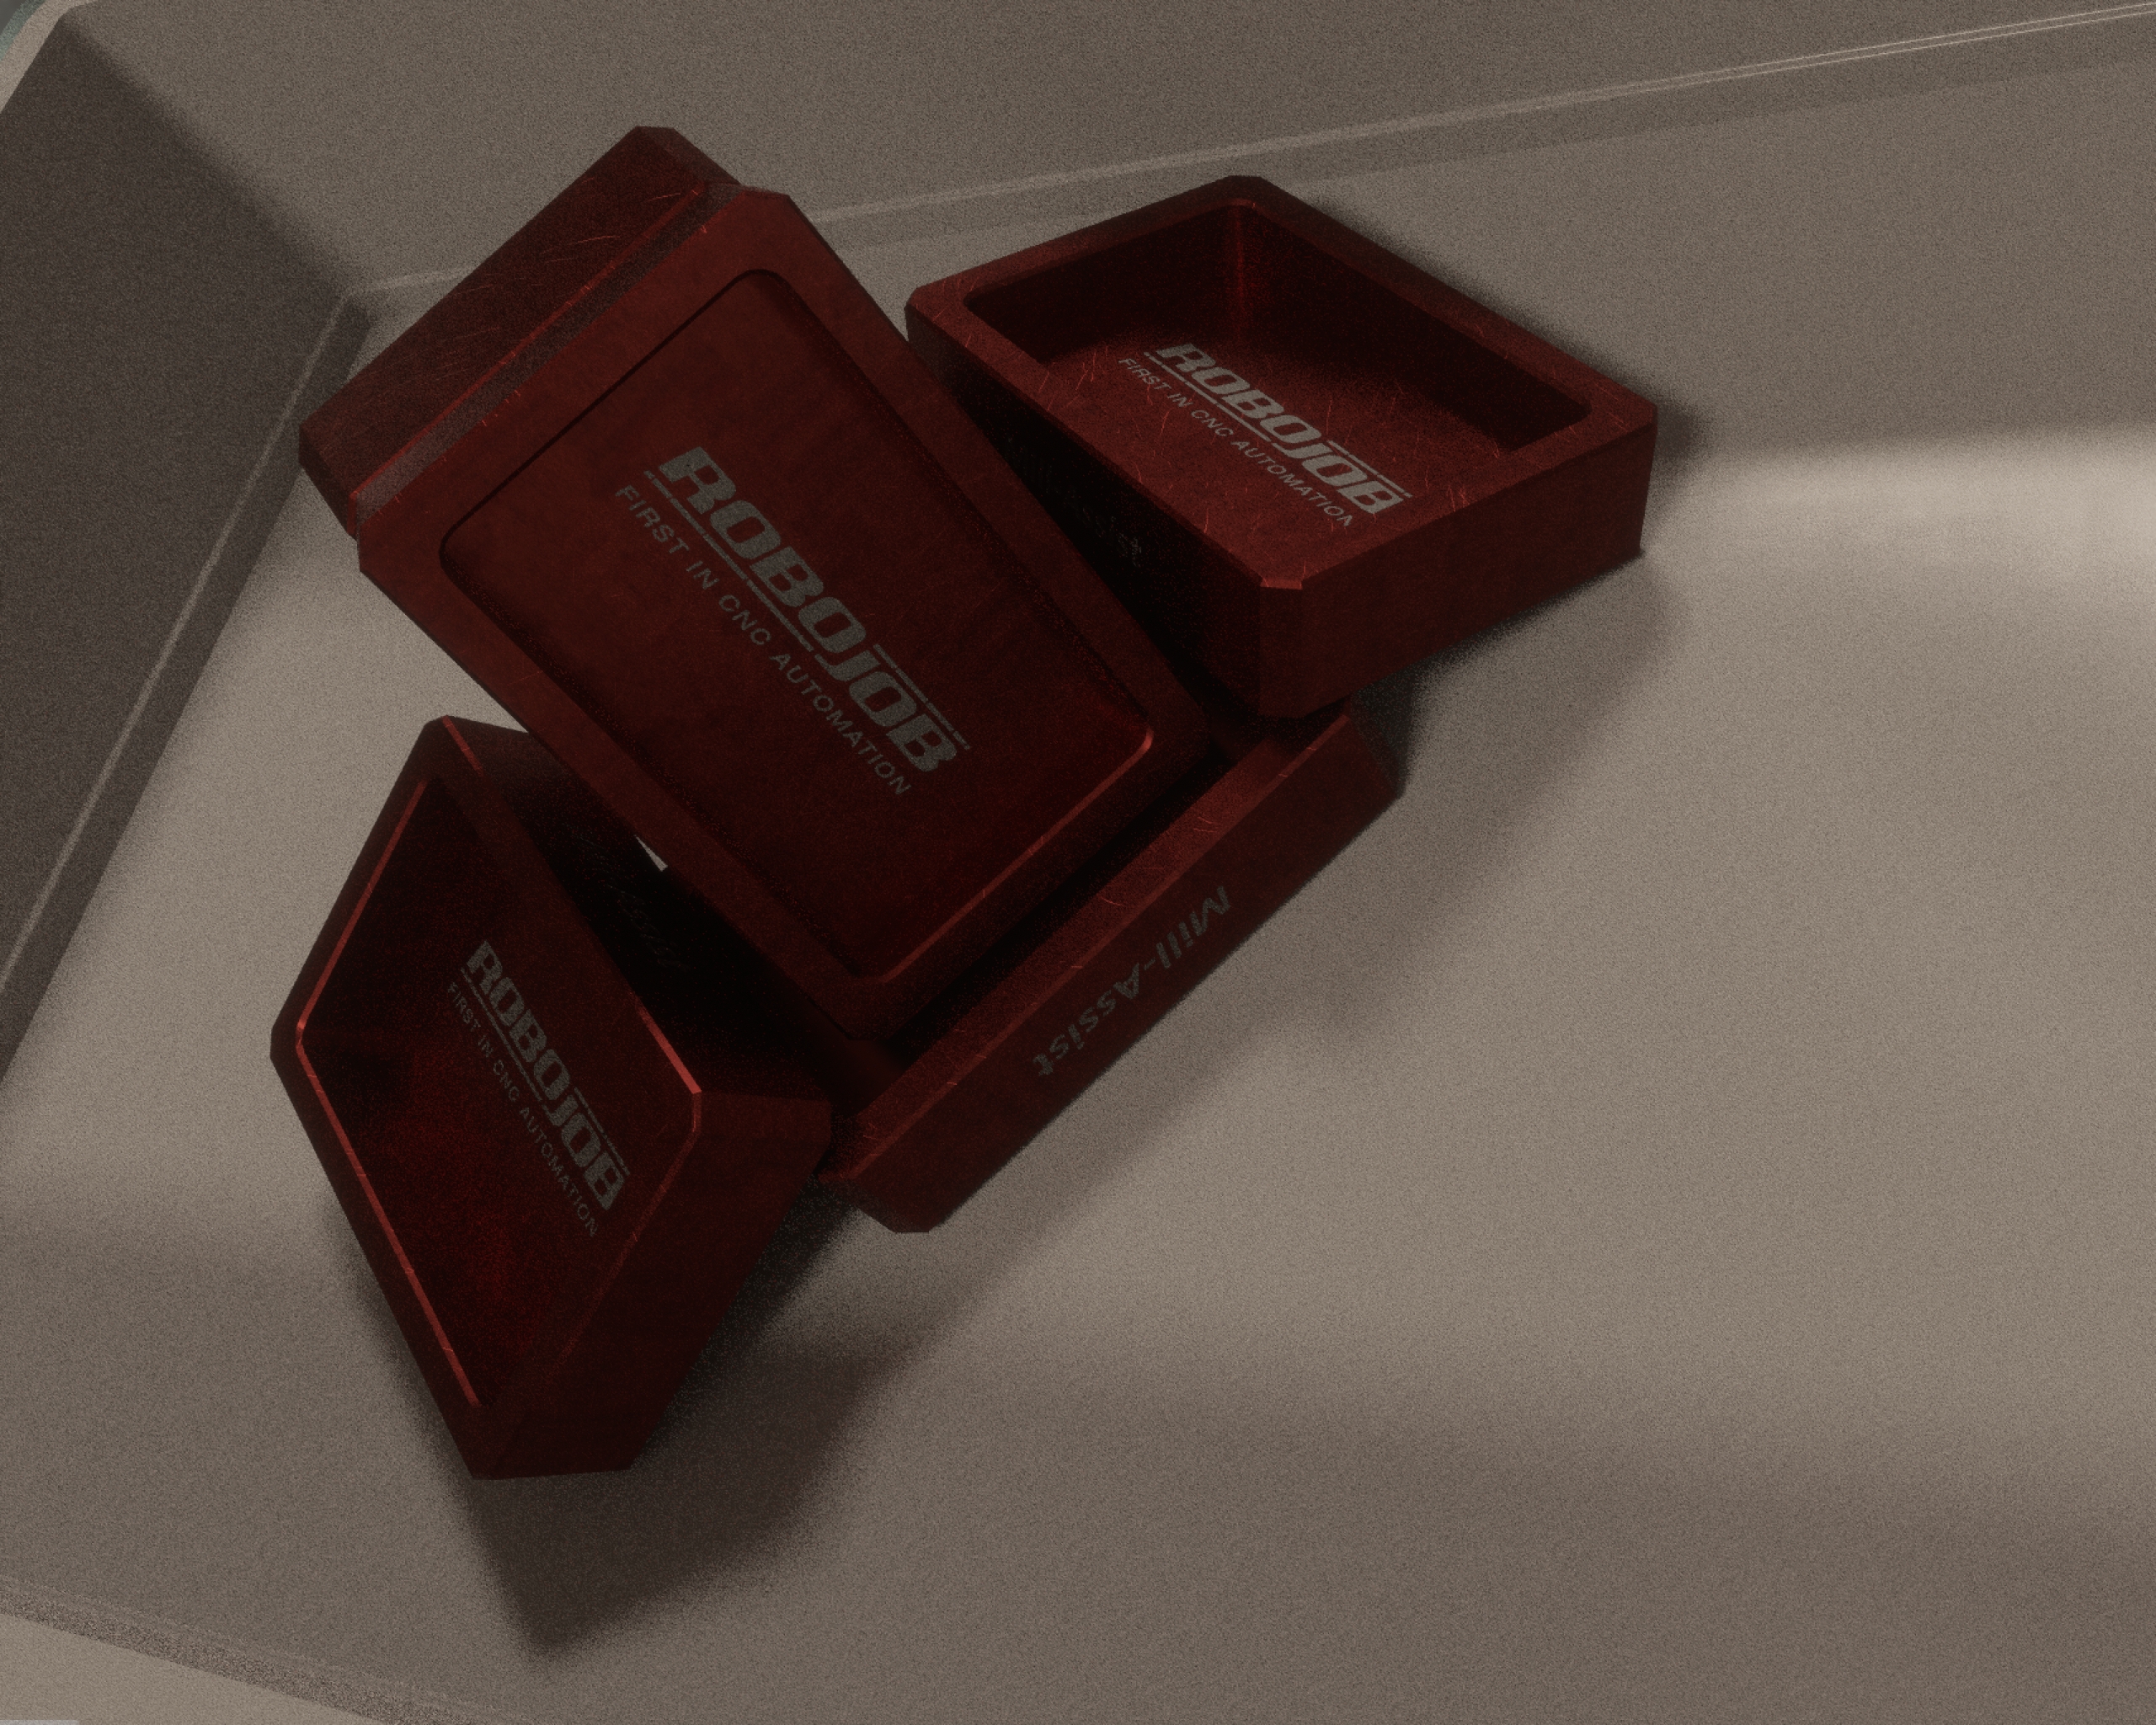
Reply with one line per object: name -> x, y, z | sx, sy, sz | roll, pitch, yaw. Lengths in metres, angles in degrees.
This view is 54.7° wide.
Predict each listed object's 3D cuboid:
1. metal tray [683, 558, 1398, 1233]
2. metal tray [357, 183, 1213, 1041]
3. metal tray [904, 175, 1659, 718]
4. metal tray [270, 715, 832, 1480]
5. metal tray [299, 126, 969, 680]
metal tray -> -0.014, -0.003, 0.408 | 0.130, 0.030, 0.090 | -43, 51, -2
metal tray -> -0.049, -0.041, 0.370 | 0.090, 0.130, 0.030 | -42, 28, -1
metal tray -> 0.036, -0.088, 0.412 | 0.091, 0.030, 0.130 | -26, 48, -21
metal tray -> -0.108, 0.042, 0.407 | 0.130, 0.030, 0.090 | 46, 112, 38
metal tray -> -0.073, -0.066, 0.412 | 0.090, 0.130, 0.030 | -43, 51, -1
